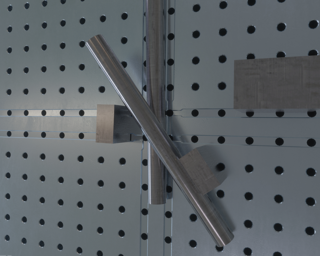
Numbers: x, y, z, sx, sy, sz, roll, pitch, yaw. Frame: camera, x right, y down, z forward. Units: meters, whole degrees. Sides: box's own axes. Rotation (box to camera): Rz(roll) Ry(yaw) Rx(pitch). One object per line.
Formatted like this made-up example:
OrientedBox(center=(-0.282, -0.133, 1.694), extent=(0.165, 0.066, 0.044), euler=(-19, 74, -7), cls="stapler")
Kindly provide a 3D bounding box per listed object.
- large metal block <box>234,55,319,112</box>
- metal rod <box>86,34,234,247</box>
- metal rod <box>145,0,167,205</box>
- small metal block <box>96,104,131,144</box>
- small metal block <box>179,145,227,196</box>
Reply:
OrientedBox(center=(0.127, -0.044, 0.339), extent=(0.080, 0.080, 0.050), euler=(1, 91, 20), cls="large metal block")
OrientedBox(center=(-0.001, 0.015, 0.387), extent=(0.025, 0.025, 0.299), euler=(-34, 89, 17), cls="metal rod")
OrientedBox(center=(-0.005, -0.050, 0.414), extent=(0.025, 0.025, 0.298), euler=(-1, 90, 20), cls="metal rod")
OrientedBox(center=(-0.062, -0.006, 0.421), extent=(0.025, 0.050, 0.050), euler=(3, 91, 20), cls="small metal block")
OrientedBox(center=(0.054, 0.050, 0.380), extent=(0.025, 0.050, 0.050), euler=(-36, 79, 16), cls="small metal block")
